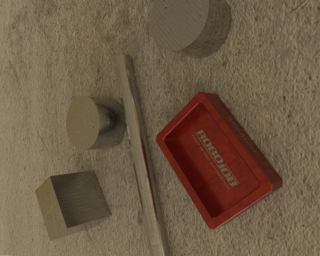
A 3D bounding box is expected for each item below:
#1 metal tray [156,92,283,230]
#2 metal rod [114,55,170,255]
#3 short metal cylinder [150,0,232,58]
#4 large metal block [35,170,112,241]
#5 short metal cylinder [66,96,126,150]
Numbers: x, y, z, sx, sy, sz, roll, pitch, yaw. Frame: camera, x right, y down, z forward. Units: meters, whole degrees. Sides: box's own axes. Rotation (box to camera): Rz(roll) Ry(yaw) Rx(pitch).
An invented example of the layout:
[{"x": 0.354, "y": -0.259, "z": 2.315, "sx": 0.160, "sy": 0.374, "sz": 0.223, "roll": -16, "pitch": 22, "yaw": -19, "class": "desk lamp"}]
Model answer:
[{"x": 0.060, "y": 0.035, "z": 0.351, "sx": 0.090, "sy": 0.030, "sz": 0.130, "roll": -47, "pitch": 62, "yaw": 30, "class": "metal tray"}, {"x": -0.025, "y": 0.043, "z": 0.425, "sx": 0.025, "sy": 0.025, "sz": 0.299, "roll": -19, "pitch": 78, "yaw": 38, "class": "metal rod"}, {"x": 0.035, "y": -0.125, "z": 0.360, "sx": 0.080, "sy": 0.050, "sz": 0.079, "roll": 0, "pitch": 90, "yaw": 40, "class": "short metal cylinder"}, {"x": -0.134, "y": 0.117, "z": 0.480, "sx": 0.050, "sy": 0.081, "sz": 0.080, "roll": -40, "pitch": 66, "yaw": 33, "class": "large metal block"}, {"x": -0.097, "y": -0.007, "z": 0.469, "sx": 0.080, "sy": 0.050, "sz": 0.079, "roll": 0, "pitch": 90, "yaw": 40, "class": "short metal cylinder"}]
